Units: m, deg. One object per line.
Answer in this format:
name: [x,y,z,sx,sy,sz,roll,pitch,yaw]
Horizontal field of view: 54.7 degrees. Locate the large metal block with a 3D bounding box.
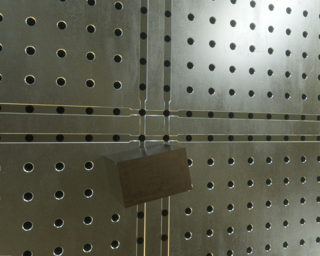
large metal block: [-0.018,0.053,0.378,0.081,0.080,0.050,-11,94,-20]
